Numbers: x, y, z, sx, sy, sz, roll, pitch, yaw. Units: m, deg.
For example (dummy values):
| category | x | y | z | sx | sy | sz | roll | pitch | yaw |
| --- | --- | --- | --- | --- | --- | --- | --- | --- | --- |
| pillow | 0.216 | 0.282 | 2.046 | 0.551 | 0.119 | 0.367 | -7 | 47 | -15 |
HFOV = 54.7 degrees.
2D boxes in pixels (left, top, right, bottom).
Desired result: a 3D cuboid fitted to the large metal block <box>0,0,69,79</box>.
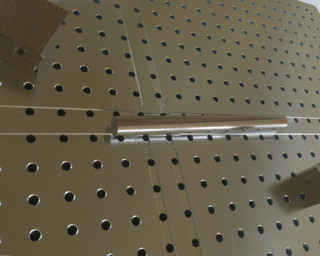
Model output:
| category | x | y | z | sx | sy | sz | roll | pitch | yaw |
| --- | --- | --- | --- | --- | --- | --- | --- | --- | --- |
| large metal block | -0.168 | -0.119 | 0.375 | 0.080 | 0.050 | 0.080 | 25 | 53 | -13 |

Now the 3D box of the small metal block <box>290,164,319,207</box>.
| category | x | y | z | sx | sy | sz | roll | pitch | yaw |
| --- | --- | --- | --- | --- | --- | --- | --- | --- | --- |
| small metal block | 0.239 | 0.086 | 0.472 | 0.025 | 0.050 | 0.050 | -21 | 73 | -36 |

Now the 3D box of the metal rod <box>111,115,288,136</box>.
| category | x | y | z | sx | sy | sz | roll | pitch | yaw |
| --- | --- | --- | --- | --- | --- | --- | --- | --- | --- |
| metal rod | 0.076 | -0.006 | 0.454 | 0.303 | 0.025 | 0.025 | -2 | 63 | -29 |
